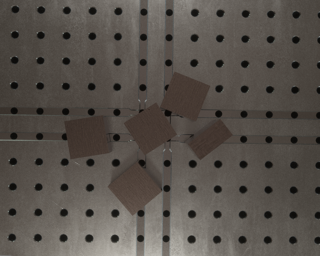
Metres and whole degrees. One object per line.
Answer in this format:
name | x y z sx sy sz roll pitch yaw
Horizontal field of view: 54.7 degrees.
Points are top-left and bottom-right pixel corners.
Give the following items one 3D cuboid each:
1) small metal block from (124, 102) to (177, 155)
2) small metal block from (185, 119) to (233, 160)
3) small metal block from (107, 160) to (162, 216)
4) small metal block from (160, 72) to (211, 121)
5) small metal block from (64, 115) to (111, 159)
small metal block | -0.012 0.001 0.413 0.050 0.025 0.050 -33 90 -1
small metal block | 0.061 0.014 0.402 0.050 0.050 0.025 -38 90 0
small metal block | -0.033 0.079 0.413 0.050 0.025 0.050 -40 91 0
small metal block | 0.033 -0.041 0.414 0.050 0.025 0.050 22 90 -1
small metal block | -0.095 0.012 0.412 0.050 0.025 0.050 -9 90 -1
